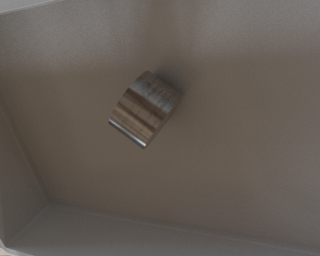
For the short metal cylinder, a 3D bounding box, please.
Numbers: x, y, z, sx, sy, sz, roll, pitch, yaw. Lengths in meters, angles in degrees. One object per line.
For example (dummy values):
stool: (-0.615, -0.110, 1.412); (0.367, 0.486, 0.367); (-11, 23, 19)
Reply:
short metal cylinder: (-0.016, -0.021, 0.367); (0.050, 0.080, 0.079); (36, 129, 4)
